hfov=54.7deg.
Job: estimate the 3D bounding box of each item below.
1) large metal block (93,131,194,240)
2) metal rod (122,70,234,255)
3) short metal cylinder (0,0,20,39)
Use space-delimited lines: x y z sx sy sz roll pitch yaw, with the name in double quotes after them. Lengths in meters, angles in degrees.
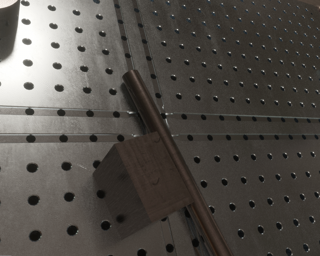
-0.022 0.061 0.325 0.050 0.080 0.080 -16 71 -35 "large metal block"
0.024 0.054 0.389 0.025 0.025 0.299 -15 70 -35 "metal rod"
-0.213 -0.154 0.372 0.081 0.050 0.080 14 56 -21 "short metal cylinder"
